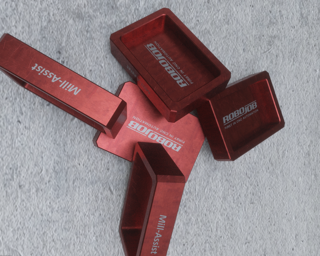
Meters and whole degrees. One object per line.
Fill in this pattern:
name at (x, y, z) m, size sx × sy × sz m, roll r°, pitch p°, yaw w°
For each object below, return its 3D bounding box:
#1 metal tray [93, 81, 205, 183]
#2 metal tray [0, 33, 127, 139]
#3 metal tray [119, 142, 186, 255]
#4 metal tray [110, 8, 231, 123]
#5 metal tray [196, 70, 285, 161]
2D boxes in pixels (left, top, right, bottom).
metal tray at (-0.009, 0.008, 0.405) m, size 0.131 × 0.030 × 0.090 m, roll 27°, pitch 81°, yaw -19°
metal tray at (-0.098, -0.037, 0.323) m, size 0.130 × 0.090 × 0.030 m, roll 30°, pitch 80°, yaw -1°
metal tray at (-0.014, 0.091, 0.351) m, size 0.030 × 0.090 × 0.129 m, roll 6°, pitch 109°, yaw -20°
metal tray at (0.011, -0.081, 0.381) m, size 0.090 × 0.030 × 0.130 m, roll -33°, pitch 72°, yaw -18°
metal tray at (0.116, -0.020, 0.435) m, size 0.131 × 0.030 × 0.090 m, roll -26°, pitch 99°, yaw -33°
